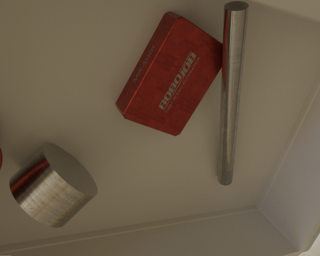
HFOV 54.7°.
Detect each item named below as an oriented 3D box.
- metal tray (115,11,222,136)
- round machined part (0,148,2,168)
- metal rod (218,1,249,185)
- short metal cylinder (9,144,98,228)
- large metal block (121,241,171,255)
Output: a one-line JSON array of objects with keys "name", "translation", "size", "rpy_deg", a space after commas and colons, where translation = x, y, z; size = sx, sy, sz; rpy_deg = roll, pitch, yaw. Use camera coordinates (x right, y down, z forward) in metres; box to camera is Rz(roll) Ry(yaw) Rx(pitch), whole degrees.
[{"name": "metal tray", "translation": [0.016, -0.060, 0.378], "size": [0.091, 0.030, 0.129], "rpy_deg": [20, 108, -36]}, {"name": "round machined part", "translation": [-0.208, 0.032, 0.290], "size": [0.099, 0.042, 0.097], "rpy_deg": [-35, 144, -30]}, {"name": "metal rod", "translation": [0.095, -0.020, 0.424], "size": [0.025, 0.025, 0.298], "rpy_deg": [-23, 135, -15]}, {"name": "short metal cylinder", "translation": [-0.118, 0.064, 0.349], "size": [0.050, 0.080, 0.080], "rpy_deg": [-44, 130, 2]}, {"name": "large metal block", "translation": [-0.016, 0.250, 0.523], "size": [0.081, 0.080, 0.050], "rpy_deg": [-8, 122, -25]}]
